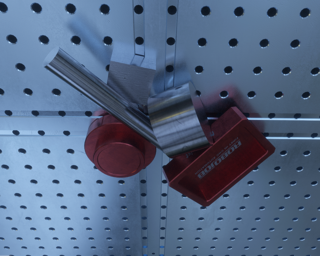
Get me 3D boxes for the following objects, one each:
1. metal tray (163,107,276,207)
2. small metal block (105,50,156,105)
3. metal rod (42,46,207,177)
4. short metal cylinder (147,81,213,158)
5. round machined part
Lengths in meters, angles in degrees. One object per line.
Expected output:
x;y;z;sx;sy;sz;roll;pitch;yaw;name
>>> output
0.080;0.043;0.419;0.130;0.030;0.090;-43;127;12;metal tray
-0.035;-0.058;0.362;0.050;0.025;0.050;10;129;-9;small metal block
-0.012;0.004;0.393;0.025;0.025;0.301;-32;131;24;metal rod
0.026;-0.009;0.368;0.050;0.080;0.080;-20;128;15;short metal cylinder
-0.054;0.031;0.425;0.099;0.042;0.097;-1;130;0;round machined part
